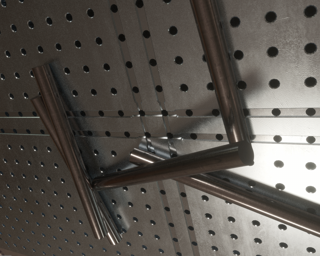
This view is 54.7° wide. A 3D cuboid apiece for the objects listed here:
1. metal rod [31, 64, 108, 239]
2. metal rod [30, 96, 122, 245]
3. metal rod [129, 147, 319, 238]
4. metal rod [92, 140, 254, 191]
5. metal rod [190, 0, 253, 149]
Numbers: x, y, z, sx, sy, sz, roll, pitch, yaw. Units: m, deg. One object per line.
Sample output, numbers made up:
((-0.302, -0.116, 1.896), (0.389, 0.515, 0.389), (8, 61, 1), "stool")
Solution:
((-0.137, 0.048, 0.492), (0.025, 0.025, 0.298), (-3, 111, 29), "metal rod")
((-0.136, 0.081, 0.530), (0.025, 0.025, 0.299), (-9, 114, 32), "metal rod")
((0.098, 0.087, 0.412), (0.301, 0.025, 0.025), (19, 126, 16), "metal rod")
((-0.010, 0.059, 0.411), (0.299, 0.025, 0.025), (-21, 108, 48), "metal rod")
((0.052, -0.103, 0.319), (0.025, 0.025, 0.298), (-6, 116, 31), "metal rod")
